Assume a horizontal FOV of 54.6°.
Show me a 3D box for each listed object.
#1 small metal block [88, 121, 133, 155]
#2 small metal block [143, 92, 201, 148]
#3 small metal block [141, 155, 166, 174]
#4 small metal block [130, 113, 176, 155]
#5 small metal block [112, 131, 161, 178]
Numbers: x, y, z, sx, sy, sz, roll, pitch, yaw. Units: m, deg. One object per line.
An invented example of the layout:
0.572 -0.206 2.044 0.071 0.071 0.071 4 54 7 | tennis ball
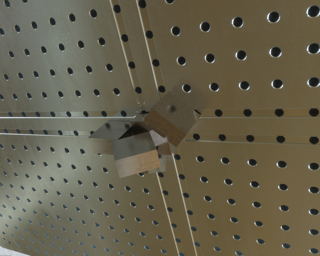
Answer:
-0.064 0.013 0.437 0.050 0.050 0.025 2 120 28 | small metal block
0.015 -0.012 0.380 0.050 0.050 0.025 37 128 3 | small metal block
-0.025 0.048 0.435 0.050 0.050 0.025 2 88 28 | small metal block
-0.007 0.008 0.420 0.050 0.025 0.050 1 119 27 | small metal block
-0.031 0.032 0.386 0.050 0.050 0.025 -15 117 -6 | small metal block
